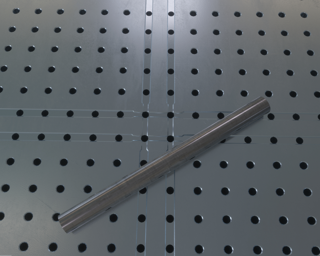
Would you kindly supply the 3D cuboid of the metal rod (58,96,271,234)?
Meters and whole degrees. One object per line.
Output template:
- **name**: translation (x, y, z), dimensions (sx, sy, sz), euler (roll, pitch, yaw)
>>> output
- **metal rod**: translation (0.014, 0.041, 0.396), dimensions (0.301, 0.025, 0.025), euler (-30, 73, -11)
